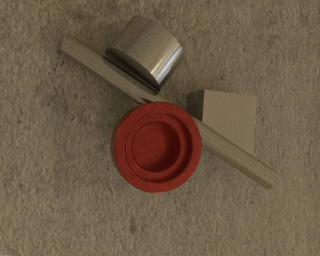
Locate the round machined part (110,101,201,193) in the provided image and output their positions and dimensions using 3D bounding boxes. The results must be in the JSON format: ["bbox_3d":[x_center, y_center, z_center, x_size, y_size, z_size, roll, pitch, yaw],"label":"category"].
[{"bbox_3d":[-0.007,0.020,0.347,0.099,0.042,0.097,-1,92,-20],"label":"round machined part"}]

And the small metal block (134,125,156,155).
[{"bbox_3d":[-0.026,0.008,0.389,0.025,0.050,0.050,-2,91,-20],"label":"small metal block"}]

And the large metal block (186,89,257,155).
[{"bbox_3d":[0.083,-0.007,0.429,0.081,0.050,0.080,5,89,-20],"label":"large metal block"}]

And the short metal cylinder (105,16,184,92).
[{"bbox_3d":[-0.018,-0.087,0.375,0.080,0.080,0.050,39,78,-16],"label":"short metal cylinder"}]

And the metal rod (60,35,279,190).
[{"bbox_3d":[0.014,-0.017,0.377,0.301,0.025,0.025,33,79,-3],"label":"metal rod"}]
